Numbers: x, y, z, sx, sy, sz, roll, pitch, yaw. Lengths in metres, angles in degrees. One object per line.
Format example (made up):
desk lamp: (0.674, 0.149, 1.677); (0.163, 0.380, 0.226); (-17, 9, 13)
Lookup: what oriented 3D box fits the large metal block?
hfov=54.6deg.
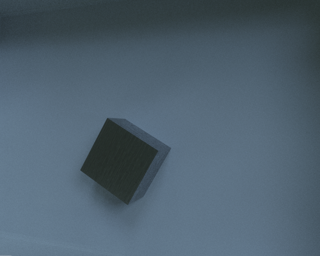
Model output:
large metal block: (-0.045, 0.041, 0.414); (0.080, 0.050, 0.080); (32, 100, 17)
